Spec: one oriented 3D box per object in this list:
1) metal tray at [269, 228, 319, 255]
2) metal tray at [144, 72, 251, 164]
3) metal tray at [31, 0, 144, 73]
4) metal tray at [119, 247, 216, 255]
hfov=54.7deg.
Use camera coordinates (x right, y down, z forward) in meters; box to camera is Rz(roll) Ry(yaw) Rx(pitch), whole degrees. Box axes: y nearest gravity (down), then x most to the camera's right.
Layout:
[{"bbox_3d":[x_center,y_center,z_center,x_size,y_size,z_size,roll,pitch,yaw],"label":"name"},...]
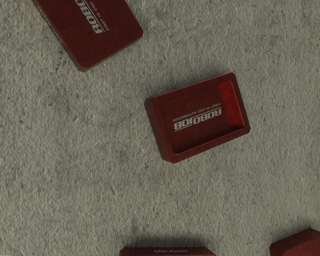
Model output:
[{"bbox_3d":[0.229,0.237,0.491,0.091,0.030,0.129,-13,95,-20],"label":"metal tray"},{"bbox_3d":[0.054,-0.016,0.425,0.131,0.030,0.090,-20,97,-19],"label":"metal tray"},{"bbox_3d":[-0.092,-0.145,0.372,0.090,0.030,0.130,-36,102,-17],"label":"metal tray"},{"bbox_3d":[0.009,0.208,0.410,0.131,0.030,0.089,8,87,-20],"label":"metal tray"}]
